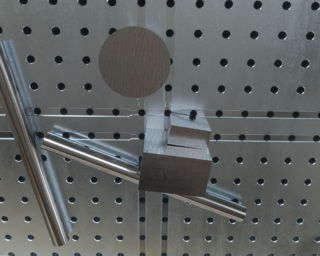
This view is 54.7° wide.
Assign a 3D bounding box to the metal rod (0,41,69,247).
[{"bbox_3d":[-0.177,0.036,0.423,0.025,0.025,0.298,-9,110,3],"label":"metal rod"}]

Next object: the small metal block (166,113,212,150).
[{"bbox_3d":[0.036,0.003,0.402,0.050,0.050,0.025,9,110,-4],"label":"small metal block"}]

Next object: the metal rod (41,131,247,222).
[{"bbox_3d":[-0.016,0.072,0.439,0.302,0.025,0.025,22,109,-9],"label":"metal rod"}]

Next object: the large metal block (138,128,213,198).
[{"bbox_3d":[0.017,0.042,0.400,0.081,0.080,0.050,7,110,-3],"label":"large metal block"}]

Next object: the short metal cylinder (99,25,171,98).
[{"bbox_3d":[-0.028,-0.081,0.370,0.081,0.050,0.079,0,110,-1],"label":"short metal cylinder"}]
